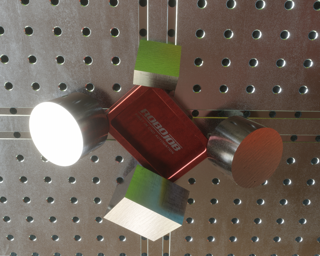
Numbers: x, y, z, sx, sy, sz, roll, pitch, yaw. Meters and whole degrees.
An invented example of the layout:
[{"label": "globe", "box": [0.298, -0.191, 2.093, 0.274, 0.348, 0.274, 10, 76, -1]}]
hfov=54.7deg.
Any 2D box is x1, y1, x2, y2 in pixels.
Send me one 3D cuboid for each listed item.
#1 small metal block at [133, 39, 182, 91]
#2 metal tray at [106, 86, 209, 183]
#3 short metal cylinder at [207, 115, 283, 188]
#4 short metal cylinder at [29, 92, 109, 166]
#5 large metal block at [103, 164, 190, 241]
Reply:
[{"label": "small metal block", "box": [-0.003, -0.075, 0.369, 0.050, 0.050, 0.025, 9, 148, -3]}, {"label": "metal tray", "box": [-0.001, 0.006, 0.412, 0.090, 0.030, 0.130, -40, 106, 13]}, {"label": "short metal cylinder", "box": [0.108, 0.029, 0.395, 0.081, 0.050, 0.079, -10, 113, -25]}, {"label": "short metal cylinder", "box": [-0.112, 0.000, 0.383, 0.080, 0.050, 0.079, 9, 113, 24]}, {"label": "large metal block", "box": [-0.019, 0.104, 0.420, 0.080, 0.050, 0.080, 29, 138, -11]}]
